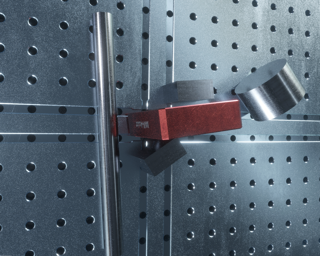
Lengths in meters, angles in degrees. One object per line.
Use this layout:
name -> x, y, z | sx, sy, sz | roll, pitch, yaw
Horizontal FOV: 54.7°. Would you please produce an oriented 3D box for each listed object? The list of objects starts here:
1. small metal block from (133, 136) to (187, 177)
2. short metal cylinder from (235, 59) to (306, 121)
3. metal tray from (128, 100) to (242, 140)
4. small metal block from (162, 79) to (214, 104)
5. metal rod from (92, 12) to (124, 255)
small metal block -> -0.001, 0.034, 0.399 | 0.050, 0.050, 0.025 | -34, 101, -17
short metal cylinder -> 0.155, -0.054, 0.440 | 0.080, 0.080, 0.050 | -41, 103, -15
metal tray -> 0.022, -0.009, 0.365 | 0.091, 0.130, 0.030 | -8, 93, -20
small metal block -> 0.037, -0.048, 0.413 | 0.050, 0.050, 0.025 | -6, 92, -20
metal rod -> -0.065, 0.009, 0.388 | 0.025, 0.025, 0.298 | -3, 91, -20
